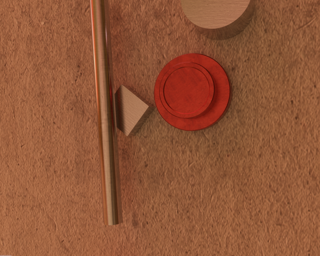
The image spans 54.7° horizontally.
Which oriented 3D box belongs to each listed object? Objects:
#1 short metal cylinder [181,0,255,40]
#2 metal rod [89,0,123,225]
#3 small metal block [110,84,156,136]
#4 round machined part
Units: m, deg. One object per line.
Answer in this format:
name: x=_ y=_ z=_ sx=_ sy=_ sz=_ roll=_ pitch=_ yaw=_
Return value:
short metal cylinder: x=0.070 y=-0.151 z=0.371 sx=0.080 sy=0.050 sz=0.079 roll=0 pitch=90 yaw=20
metal rod: x=-0.071 y=-0.026 z=0.407 sx=0.025 sy=0.025 sz=0.298 roll=-5 pitch=88 yaw=20
small metal block: x=-0.043 y=-0.024 z=0.424 sx=0.050 sy=0.025 sz=0.050 roll=40 pitch=102 yaw=15
round machined part: x=0.038 y=-0.045 z=0.387 sx=0.098 sy=0.042 sz=0.097 roll=0 pitch=90 yaw=20
